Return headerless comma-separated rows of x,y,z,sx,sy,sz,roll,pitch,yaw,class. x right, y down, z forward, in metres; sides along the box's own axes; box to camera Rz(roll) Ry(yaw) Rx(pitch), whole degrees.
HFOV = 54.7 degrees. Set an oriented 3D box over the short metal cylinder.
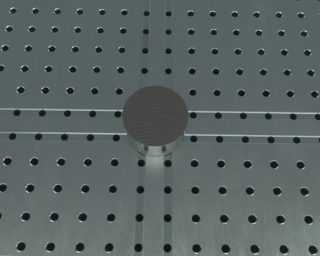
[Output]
-0.006,-0.008,0.401,0.081,0.050,0.080,0,70,0,short metal cylinder
